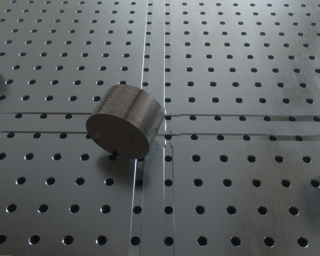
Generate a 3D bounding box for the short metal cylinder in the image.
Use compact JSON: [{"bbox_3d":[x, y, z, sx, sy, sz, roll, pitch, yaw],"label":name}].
[{"bbox_3d":[-0.041,-0.006,0.377,0.080,0.080,0.050,15,52,12],"label":"short metal cylinder"}]
